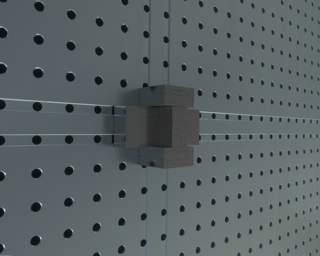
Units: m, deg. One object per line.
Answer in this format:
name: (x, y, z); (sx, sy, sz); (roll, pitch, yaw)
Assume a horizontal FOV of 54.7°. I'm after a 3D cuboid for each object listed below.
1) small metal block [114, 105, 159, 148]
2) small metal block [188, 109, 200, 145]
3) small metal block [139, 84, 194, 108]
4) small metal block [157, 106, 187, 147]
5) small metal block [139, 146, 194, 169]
small metal block: (-0.029, -0.002, 0.386); (0.050, 0.025, 0.050); (1, 90, -40)
small metal block: (0.029, -0.001, 0.435); (0.050, 0.025, 0.050); (1, 89, -40)
small metal block: (0.008, -0.039, 0.401); (0.050, 0.050, 0.025); (1, 90, -40)
small metal block: (0.008, -0.002, 0.401); (0.025, 0.050, 0.050); (1, 90, -40)
small metal block: (0.008, 0.036, 0.401); (0.050, 0.050, 0.025); (1, 90, -40)
